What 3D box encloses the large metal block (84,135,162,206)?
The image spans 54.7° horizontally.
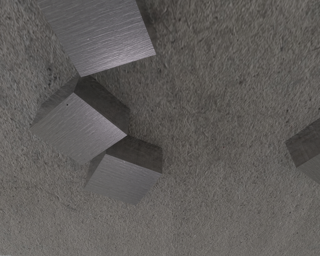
[{"bbox_3d":[-0.051,0.057,0.439,0.080,0.050,0.080,22,127,-18],"label":"large metal block"}]

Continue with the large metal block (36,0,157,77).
[{"bbox_3d":[-0.055,-0.106,0.300,0.080,0.050,0.080,-15,129,12],"label":"large metal block"}]

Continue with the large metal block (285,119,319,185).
[{"bbox_3d":[0.234,0.032,0.420,0.080,0.050,0.080,32,123,-25],"label":"large metal block"}]

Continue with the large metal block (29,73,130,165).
[{"bbox_3d":[-0.095,-0.011,0.380,0.080,0.050,0.080,-33,123,25],"label":"large metal block"}]
